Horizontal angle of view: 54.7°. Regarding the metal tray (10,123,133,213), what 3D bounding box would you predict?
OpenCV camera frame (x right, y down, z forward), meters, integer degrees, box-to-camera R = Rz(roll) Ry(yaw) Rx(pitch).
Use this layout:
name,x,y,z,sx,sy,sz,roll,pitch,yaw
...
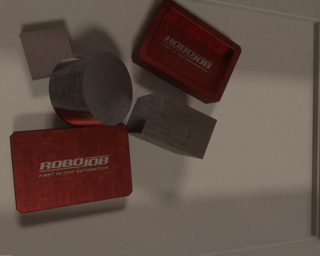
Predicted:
name,x,y,z,sx,sy,sz,roll,pitch,yaw
metal tray,-0.103,0.044,0.371,0.131,0.030,0.089,-5,92,-20

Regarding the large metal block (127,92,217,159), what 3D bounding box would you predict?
name,x,y,z,sx,sy,sz,roll,pitch,yaw
large metal block,0.010,-0.002,0.386,0.080,0.080,0.050,24,82,-19

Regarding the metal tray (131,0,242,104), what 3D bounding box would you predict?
name,x,y,z,sx,sy,sz,roll,pitch,yaw
metal tray,0.039,-0.101,0.423,0.131,0.030,0.090,27,81,-18

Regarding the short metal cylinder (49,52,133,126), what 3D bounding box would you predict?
name,x,y,z,sx,sy,sz,roll,pitch,yaw
short metal cylinder,-0.075,-0.042,0.349,0.080,0.050,0.079,1,89,-58

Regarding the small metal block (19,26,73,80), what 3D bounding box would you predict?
name,x,y,z,sx,sy,sz,roll,pitch,yaw
small metal block,-0.131,-0.087,0.362,0.050,0.025,0.050,-16,96,-20
